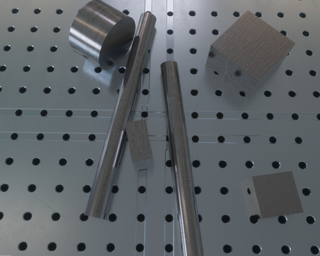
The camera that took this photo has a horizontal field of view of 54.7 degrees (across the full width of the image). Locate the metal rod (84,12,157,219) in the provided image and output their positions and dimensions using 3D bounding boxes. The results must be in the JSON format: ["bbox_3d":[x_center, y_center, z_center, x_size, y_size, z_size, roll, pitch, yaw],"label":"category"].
[{"bbox_3d":[-0.048,-0.030,0.422,0.025,0.025,0.299,11,70,4],"label":"metal rod"}]

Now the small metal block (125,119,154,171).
[{"bbox_3d":[-0.025,0.023,0.390,0.025,0.050,0.050,-10,71,-4],"label":"small metal block"}]

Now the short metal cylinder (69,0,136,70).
[{"bbox_3d":[-0.078,-0.128,0.429,0.050,0.080,0.080,33,73,11],"label":"short metal cylinder"}]

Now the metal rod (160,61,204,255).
[{"bbox_3d":[0.028,0.050,0.393,0.025,0.025,0.299,-5,70,-2],"label":"metal rod"}]

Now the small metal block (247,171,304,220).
[{"bbox_3d":[0.141,0.083,0.382,0.050,0.025,0.050,-7,70,-3],"label":"small metal block"}]

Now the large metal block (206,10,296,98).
[{"bbox_3d":[0.125,-0.104,0.437,0.080,0.050,0.080,42,75,13],"label":"large metal block"}]
